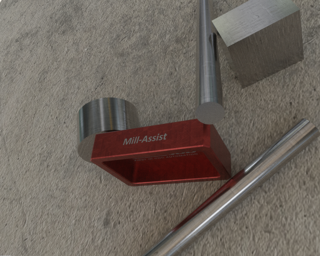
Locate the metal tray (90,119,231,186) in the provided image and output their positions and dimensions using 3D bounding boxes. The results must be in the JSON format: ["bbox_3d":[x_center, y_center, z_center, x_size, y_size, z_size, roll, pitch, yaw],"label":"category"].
[{"bbox_3d":[0.003,0.032,0.339,0.130,0.090,0.030,-9,58,23],"label":"metal tray"}]

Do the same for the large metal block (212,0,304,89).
[{"bbox_3d":[0.118,-0.105,0.370,0.080,0.080,0.050,-26,53,12],"label":"large metal block"}]

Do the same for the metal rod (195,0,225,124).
[{"bbox_3d":[0.057,-0.110,0.381,0.025,0.025,0.300,-15,37,19],"label":"metal rod"}]

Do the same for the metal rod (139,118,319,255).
[{"bbox_3d":[0.042,0.096,0.321,0.300,0.025,0.025,-40,51,0],"label":"metal rod"}]

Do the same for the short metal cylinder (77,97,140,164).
[{"bbox_3d":[-0.065,0.006,0.397,0.080,0.080,0.050,-22,54,14],"label":"short metal cylinder"}]
